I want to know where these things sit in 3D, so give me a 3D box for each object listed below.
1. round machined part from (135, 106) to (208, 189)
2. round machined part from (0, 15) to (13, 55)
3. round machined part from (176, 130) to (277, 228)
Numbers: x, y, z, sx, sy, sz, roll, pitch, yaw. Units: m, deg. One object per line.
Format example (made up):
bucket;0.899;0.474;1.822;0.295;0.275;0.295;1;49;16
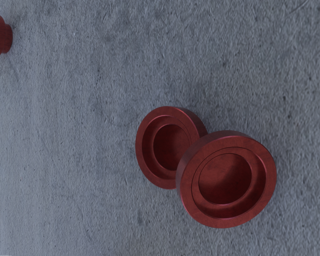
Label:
round machined part;0.019;0.023;0.378;0.098;0.042;0.097;0;90;40
round machined part;-0.369;-0.206;0.699;0.098;0.042;0.097;0;90;40
round machined part;0.064;0.049;0.318;0.042;0.099;0.097;-124;48;-72
